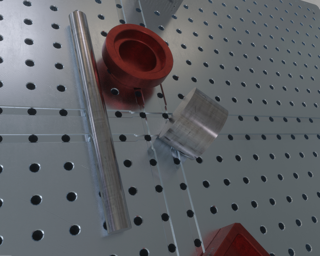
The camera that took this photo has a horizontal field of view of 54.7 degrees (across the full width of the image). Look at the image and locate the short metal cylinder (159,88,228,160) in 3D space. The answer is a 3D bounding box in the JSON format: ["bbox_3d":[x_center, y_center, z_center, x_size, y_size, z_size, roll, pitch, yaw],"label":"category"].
[{"bbox_3d":[0.042,-0.005,0.399,0.050,0.080,0.080,35,51,-5],"label":"short metal cylinder"}]

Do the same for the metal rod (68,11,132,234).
[{"bbox_3d":[-0.079,-0.025,0.380,0.025,0.025,0.299,-2,63,-29],"label":"metal rod"}]

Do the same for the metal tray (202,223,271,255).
[{"bbox_3d":[0.077,0.181,0.335,0.090,0.030,0.131,47,51,5],"label":"metal tray"}]

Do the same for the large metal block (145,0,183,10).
[{"bbox_3d":[0.010,-0.264,0.539,0.081,0.080,0.050,6,59,-25],"label":"large metal block"}]

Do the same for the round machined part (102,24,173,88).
[{"bbox_3d":[-0.034,-0.096,0.437,0.099,0.042,0.098,14,56,-21],"label":"round machined part"}]
